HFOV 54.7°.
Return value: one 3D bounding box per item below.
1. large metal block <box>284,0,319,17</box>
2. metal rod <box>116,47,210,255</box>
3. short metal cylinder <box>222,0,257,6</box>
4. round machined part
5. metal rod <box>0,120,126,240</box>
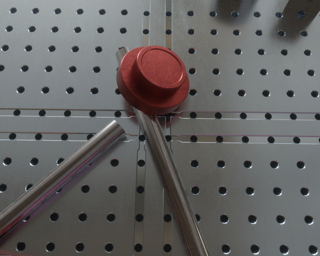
[{"bbox_3d":[0.235,-0.232,0.470,0.050,0.080,0.080,16,71,5],"label":"large metal block"},{"bbox_3d":[-0.002,0.023,0.403,0.025,0.025,0.299,-18,71,-7],"label":"metal rod"},{"bbox_3d":[0.129,-0.242,0.489,0.081,0.050,0.080,0,70,-1],"label":"short metal cylinder"},{"bbox_3d":[-0.004,-0.070,0.410,0.099,0.042,0.098,11,60,-19],"label":"round machined part"},{"bbox_3d":[-0.164,0.094,0.375,0.301,0.025,0.025,-41,75,-14],"label":"metal rod"}]
